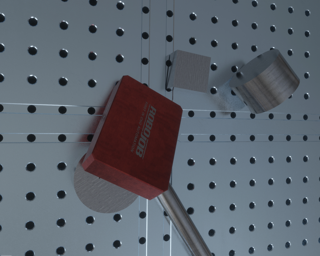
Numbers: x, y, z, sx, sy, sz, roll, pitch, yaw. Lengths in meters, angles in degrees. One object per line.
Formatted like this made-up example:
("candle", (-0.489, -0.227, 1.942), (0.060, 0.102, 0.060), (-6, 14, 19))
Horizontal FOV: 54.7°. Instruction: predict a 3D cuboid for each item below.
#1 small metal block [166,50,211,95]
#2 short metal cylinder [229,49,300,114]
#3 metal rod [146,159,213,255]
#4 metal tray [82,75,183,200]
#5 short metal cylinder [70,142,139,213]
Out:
("small metal block", (0.039, -0.076, 0.427), (0.050, 0.025, 0.050), (8, 87, -20))
("short metal cylinder", (0.146, -0.065, 0.437), (0.080, 0.080, 0.050), (-46, 105, -14))
("metal rod", (0.039, 0.142, 0.427), (0.025, 0.025, 0.299), (-33, 101, -17))
("metal tray", (-0.026, 0.008, 0.365), (0.090, 0.030, 0.130), (29, 48, -18))
("short metal cylinder", (-0.065, 0.057, 0.375), (0.081, 0.050, 0.079), (0, 90, -20))
